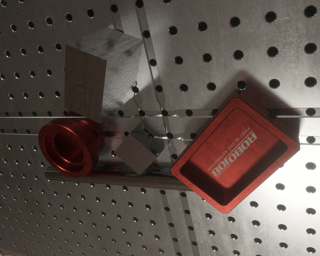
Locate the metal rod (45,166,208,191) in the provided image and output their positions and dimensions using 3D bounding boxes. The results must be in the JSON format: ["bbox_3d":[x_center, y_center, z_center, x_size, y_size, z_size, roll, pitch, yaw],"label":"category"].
[{"bbox_3d":[-0.068,0.079,0.493,0.300,0.025,0.025,-1,118,28],"label":"metal rod"}]

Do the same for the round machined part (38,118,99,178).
[{"bbox_3d":[-0.137,0.027,0.487,0.098,0.042,0.097,13,124,20],"label":"round machined part"}]

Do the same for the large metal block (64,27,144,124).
[{"bbox_3d":[-0.067,-0.065,0.369,0.050,0.080,0.079,24,127,13],"label":"large metal block"}]

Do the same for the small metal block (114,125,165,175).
[{"bbox_3d":[-0.030,0.032,0.446,0.050,0.025,0.050,41,129,-1],"label":"small metal block"}]

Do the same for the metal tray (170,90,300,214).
[{"bbox_3d":[0.085,0.032,0.367,0.090,0.030,0.129,38,119,2],"label":"metal tray"}]
